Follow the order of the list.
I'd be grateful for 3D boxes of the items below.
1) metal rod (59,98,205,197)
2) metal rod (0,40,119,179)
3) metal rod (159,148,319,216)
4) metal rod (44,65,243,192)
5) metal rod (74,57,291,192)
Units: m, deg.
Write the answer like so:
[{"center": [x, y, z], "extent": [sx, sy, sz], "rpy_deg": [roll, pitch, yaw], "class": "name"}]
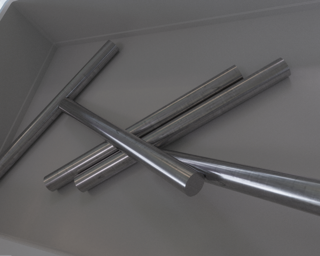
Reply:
[{"center": [-0.060, 0.008, 0.397], "extent": [0.300, 0.025, 0.025], "rpy_deg": [26, 76, 47], "class": "metal rod"}, {"center": [-0.177, -0.031, 0.517], "extent": [0.300, 0.025, 0.025], "rpy_deg": [-49, 51, -7], "class": "metal rod"}, {"center": [0.078, 0.045, 0.261], "extent": [0.299, 0.025, 0.025], "rpy_deg": [5, 62, 57], "class": "metal rod"}, {"center": [-0.028, 0.004, 0.417], "extent": [0.300, 0.025, 0.025], "rpy_deg": [-30, 52, 8], "class": "metal rod"}, {"center": [0.021, 0.001, 0.393], "extent": [0.300, 0.025, 0.025], "rpy_deg": [-30, 52, 8], "class": "metal rod"}]
